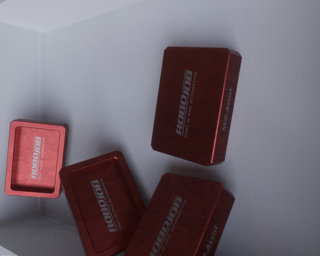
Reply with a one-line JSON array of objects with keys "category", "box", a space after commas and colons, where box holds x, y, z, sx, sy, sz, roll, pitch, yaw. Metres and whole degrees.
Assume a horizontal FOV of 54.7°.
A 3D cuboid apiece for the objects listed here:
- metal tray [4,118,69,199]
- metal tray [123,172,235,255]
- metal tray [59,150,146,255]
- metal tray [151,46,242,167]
[{"category": "metal tray", "box": [-0.213, 0.053, 0.539, 0.030, 0.091, 0.129, -135, 52, -80]}, {"category": "metal tray", "box": [0.016, 0.117, 0.337, 0.090, 0.030, 0.130, 2, 57, 47]}, {"category": "metal tray", "box": [-0.073, 0.103, 0.420, 0.130, 0.091, 0.030, 63, 154, 20]}, {"category": "metal tray", "box": [0.040, -0.028, 0.369, 0.090, 0.030, 0.129, 13, 98, 39]}]
